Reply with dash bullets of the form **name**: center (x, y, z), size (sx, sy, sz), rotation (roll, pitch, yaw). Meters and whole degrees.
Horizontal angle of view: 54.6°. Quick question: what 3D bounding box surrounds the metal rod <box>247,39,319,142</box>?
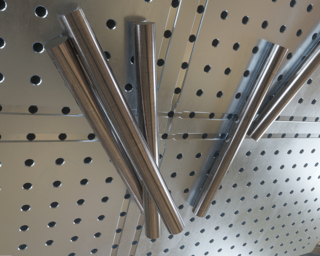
- **metal rod**: center (0.235, -0.104, 0.473), size (0.025, 0.025, 0.299), rotation (29, 102, -38)

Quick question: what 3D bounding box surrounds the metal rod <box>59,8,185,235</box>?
- **metal rod**: center (-0.031, 0.013, 0.361), size (0.025, 0.025, 0.299), rotation (-29, 116, -10)

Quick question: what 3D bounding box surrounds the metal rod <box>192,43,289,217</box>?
- **metal rod**: center (0.117, 0.016, 0.483), size (0.025, 0.025, 0.298), rotation (7, 115, -32)

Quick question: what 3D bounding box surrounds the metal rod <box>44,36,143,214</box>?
- **metal rod**: center (-0.057, 0.026, 0.394), size (0.025, 0.025, 0.299), rotation (-30, 128, -10)

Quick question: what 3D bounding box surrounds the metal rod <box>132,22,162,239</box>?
- **metal rod**: center (-0.014, 0.022, 0.397), size (0.025, 0.025, 0.298), rotation (-13, 118, -22)
